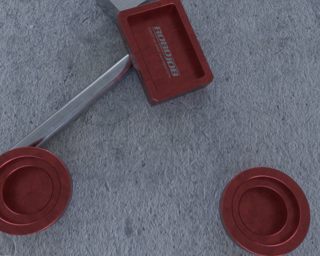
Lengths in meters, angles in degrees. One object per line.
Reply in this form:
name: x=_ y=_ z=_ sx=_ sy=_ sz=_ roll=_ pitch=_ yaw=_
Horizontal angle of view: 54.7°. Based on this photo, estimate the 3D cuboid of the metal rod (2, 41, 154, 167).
metal rod: x=-0.116 y=-0.026 z=0.416 sx=0.301 sy=0.025 sz=0.025 roll=-43 pitch=76 yaw=-14

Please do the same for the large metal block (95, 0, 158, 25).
large metal block: x=-0.045 y=-0.200 z=0.467 sx=0.080 sy=0.050 sz=0.080 roll=-37 pitch=75 yaw=-13

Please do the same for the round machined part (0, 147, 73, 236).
round machined part: x=-0.153 y=0.074 z=0.365 sx=0.099 sy=0.042 sz=0.098 roll=2 pitch=76 yaw=-7

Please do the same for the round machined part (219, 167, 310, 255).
round machined part: x=0.119 y=0.098 z=0.365 sx=0.099 sy=0.042 sz=0.098 roll=0 pitch=70 yaw=-1

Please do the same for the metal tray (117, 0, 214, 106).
metal tray: x=0.006 y=-0.106 z=0.423 sx=0.091 sy=0.030 sz=0.129 roll=-21 pitch=85 yaw=-14
